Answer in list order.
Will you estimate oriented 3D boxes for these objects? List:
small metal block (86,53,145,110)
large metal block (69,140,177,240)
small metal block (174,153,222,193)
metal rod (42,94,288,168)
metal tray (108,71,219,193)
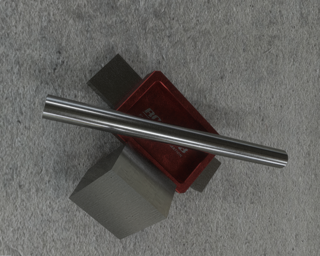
[{"bbox_3d":[-0.055,-0.056,0.390,0.050,0.025,0.050,47,75,-15],"label":"small metal block"},{"bbox_3d":[-0.042,0.074,0.357,0.080,0.080,0.050,45,34,-15],"label":"large metal block"},{"bbox_3d":[0.048,0.053,0.429,0.050,0.025,0.050,40,77,-16],"label":"small metal block"},{"bbox_3d":[0.023,0.010,0.361,0.302,0.025,0.025,13,86,-20],"label":"metal rod"},{"bbox_3d":[0.007,0.006,0.384,0.130,0.030,0.090,46,76,-15],"label":"metal tray"}]
